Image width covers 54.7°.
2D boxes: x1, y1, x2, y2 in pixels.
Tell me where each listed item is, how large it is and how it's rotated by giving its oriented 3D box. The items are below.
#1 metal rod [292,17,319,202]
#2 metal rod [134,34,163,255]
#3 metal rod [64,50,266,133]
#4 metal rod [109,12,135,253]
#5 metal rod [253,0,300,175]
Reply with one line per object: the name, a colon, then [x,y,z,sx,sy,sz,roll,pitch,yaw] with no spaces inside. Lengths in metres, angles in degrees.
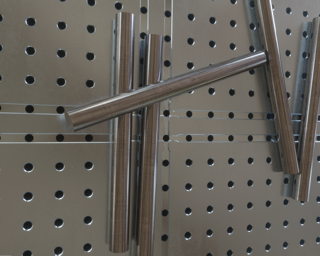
metal rod: [0.246,-0.032,0.505,0.025,0.025,0.298,9,87,-20]
metal rod: [-0.015,0.029,0.408,0.025,0.025,0.298,3,89,-20]
metal rod: [0.027,-0.056,0.401,0.302,0.025,0.025,-22,98,-28]
metal rod: [-0.048,0.005,0.395,0.025,0.025,0.298,2,90,-20]
metal rod: [0.179,-0.076,0.480,0.025,0.025,0.298,-13,95,-20]
